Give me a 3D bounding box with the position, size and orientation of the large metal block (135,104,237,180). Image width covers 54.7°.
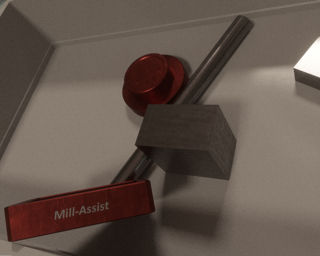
[{"bbox_3d":[0.032,0.016,0.343,0.080,0.080,0.050,3,63,29],"label":"large metal block"}]

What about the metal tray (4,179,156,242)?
[{"bbox_3d":[-0.076,0.080,0.320,0.131,0.090,0.030,-9,83,-9],"label":"metal tray"}]

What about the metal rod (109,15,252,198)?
[{"bbox_3d":[0.029,-0.031,0.408,0.025,0.025,0.300,29,77,37],"label":"metal rod"}]

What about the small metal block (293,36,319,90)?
[{"bbox_3d":[0.189,-0.070,0.349,0.050,0.025,0.050,35,81,38],"label":"small metal block"}]

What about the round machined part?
[{"bbox_3d":[-0.011,-0.067,0.441,0.098,0.042,0.098,-13,56,20],"label":"round machined part"}]
